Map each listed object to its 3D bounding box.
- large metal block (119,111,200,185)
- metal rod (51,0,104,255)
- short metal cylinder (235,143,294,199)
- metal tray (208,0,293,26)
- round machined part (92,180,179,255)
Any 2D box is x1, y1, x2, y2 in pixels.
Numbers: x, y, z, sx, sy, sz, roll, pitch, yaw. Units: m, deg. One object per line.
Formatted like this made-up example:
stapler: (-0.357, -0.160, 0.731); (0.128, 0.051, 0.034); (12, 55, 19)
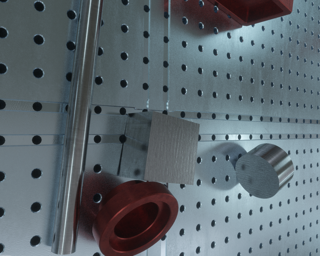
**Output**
large metal block: (0.001, 0.027, 0.394); (0.081, 0.050, 0.080); (14, 79, -40)
metal rod: (-0.087, -0.019, 0.337); (0.025, 0.025, 0.298); (9, 84, -40)
short metal cylinder: (0.176, 0.072, 0.525); (0.050, 0.080, 0.080); (-25, 106, -38)
metal tray: (0.135, -0.209, 0.481); (0.131, 0.090, 0.030); (16, 80, -39)
round machined part: (-0.031, 0.099, 0.356); (0.099, 0.042, 0.097); (-20, 132, -24)
